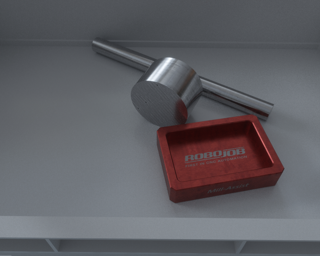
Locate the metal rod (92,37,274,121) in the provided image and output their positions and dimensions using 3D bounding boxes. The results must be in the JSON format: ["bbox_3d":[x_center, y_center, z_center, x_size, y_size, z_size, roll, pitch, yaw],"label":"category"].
[{"bbox_3d":[0.022,-0.081,0.473,0.301,0.025,0.025,25,54,19],"label":"metal rod"}]

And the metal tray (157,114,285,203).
[{"bbox_3d":[0.068,0.033,0.374,0.131,0.030,0.090,-8,51,-7],"label":"metal tray"}]

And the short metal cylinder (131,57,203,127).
[{"bbox_3d":[0.009,-0.045,0.407,0.080,0.080,0.050,21,53,16],"label":"short metal cylinder"}]
